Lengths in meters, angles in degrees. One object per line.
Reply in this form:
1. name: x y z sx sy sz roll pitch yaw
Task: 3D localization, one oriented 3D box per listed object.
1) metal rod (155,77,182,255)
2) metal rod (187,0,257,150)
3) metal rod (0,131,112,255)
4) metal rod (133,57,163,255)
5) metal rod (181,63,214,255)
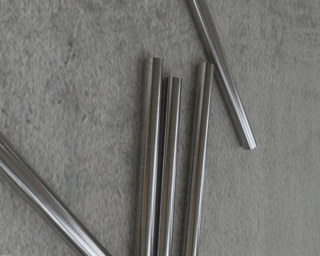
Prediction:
1. metal rod: 0.008 0.082 0.413 0.025 0.025 0.298 6 86 -40
2. metal rod: 0.096 -0.095 0.487 0.025 0.025 0.299 -39 114 -33
3. metal rod: -0.103 0.087 0.310 0.025 0.025 0.299 -46 115 -30
4. metal rod: -0.016 0.061 0.393 0.025 0.025 0.298 5 87 -40
5. metal rod: 0.054 0.054 0.452 0.025 0.025 0.298 9 84 -40
